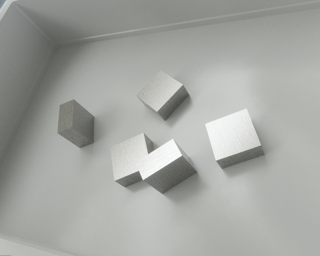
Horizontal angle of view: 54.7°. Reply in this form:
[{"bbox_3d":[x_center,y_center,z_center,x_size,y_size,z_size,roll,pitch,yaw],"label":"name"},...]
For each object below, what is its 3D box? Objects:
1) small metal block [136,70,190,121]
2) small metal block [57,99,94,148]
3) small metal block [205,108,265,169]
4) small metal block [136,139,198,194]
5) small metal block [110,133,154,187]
[{"bbox_3d":[0.003,-0.046,0.432,0.050,0.025,0.050,-47,51,-5],"label":"small metal block"},{"bbox_3d":[-0.123,-0.006,0.458,0.025,0.050,0.050,-20,54,17],"label":"small metal block"},{"bbox_3d":[0.085,0.012,0.354,0.050,0.025,0.050,-21,54,15],"label":"small metal block"},{"bbox_3d":[0.009,0.046,0.357,0.050,0.050,0.025,-33,52,7],"label":"small metal block"},{"bbox_3d":[-0.033,0.041,0.398,0.050,0.025,0.050,-24,53,13],"label":"small metal block"}]
